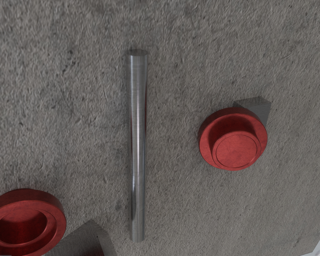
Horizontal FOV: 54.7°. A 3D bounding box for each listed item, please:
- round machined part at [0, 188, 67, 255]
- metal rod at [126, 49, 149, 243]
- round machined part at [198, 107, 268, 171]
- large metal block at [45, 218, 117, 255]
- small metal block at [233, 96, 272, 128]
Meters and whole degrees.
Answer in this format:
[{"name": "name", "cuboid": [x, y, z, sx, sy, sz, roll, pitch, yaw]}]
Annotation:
[{"name": "round machined part", "cuboid": [-0.167, 0.112, 0.374, 0.099, 0.042, 0.097, -14, 124, -21]}, {"name": "metal rod", "cuboid": [-0.031, 0.045, 0.417, 0.025, 0.025, 0.298, -12, 124, -22]}, {"name": "round machined part", "cuboid": [0.105, 0.023, 0.444, 0.099, 0.042, 0.097, -1, 121, -1]}, {"name": "large metal block", "cuboid": [-0.106, 0.190, 0.431, 0.080, 0.080, 0.050, -35, 129, -5]}, {"name": "small metal block", "cuboid": [0.136, -0.017, 0.471, 0.050, 0.025, 0.050, -11, 123, -23]}]
